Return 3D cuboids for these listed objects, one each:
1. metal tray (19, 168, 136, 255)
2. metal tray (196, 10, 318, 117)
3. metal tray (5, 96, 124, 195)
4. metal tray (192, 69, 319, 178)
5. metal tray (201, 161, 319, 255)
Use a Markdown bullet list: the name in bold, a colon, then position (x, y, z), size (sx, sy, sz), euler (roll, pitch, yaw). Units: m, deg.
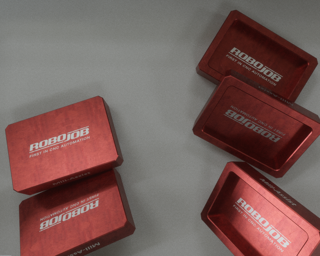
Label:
- **metal tray**: position (-0.105, 0.110, 0.383), size (0.131, 0.030, 0.090), euler (-24, 51, 0)
- **metal tray**: position (0.125, -0.082, 0.409), size (0.130, 0.030, 0.090), euler (31, 90, 0)
- **metal tray**: position (-0.121, 0.022, 0.393), size (0.131, 0.030, 0.090), euler (-18, 70, 0)
- **metal tray**: position (0.119, -0.004, 0.389), size (0.130, 0.030, 0.089), euler (28, 119, 0)
- **metal tray**: position (0.113, 0.109, 0.355), size (0.030, 0.130, 0.089), euler (8, 113, -39)
